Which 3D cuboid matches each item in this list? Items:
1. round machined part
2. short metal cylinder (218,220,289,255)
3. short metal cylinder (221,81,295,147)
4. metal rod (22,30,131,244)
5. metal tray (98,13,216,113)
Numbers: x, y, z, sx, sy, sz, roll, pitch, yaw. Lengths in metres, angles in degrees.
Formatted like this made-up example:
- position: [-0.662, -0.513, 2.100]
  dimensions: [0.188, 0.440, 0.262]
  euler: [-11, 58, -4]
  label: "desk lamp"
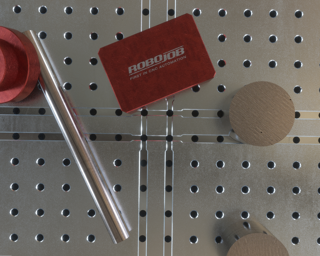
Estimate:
- position: [-0.207, -0.079, 0.390]
  dimensions: [0.098, 0.042, 0.097]
  euler: [2, 98, 15]
  label: "round machined part"
- position: [0.119, 0.167, 0.402]
  dimensions: [0.081, 0.050, 0.080]
  euler: [0, 90, 0]
  label: "short metal cylinder"
- position: [0.124, -0.017, 0.402]
  dimensions: [0.081, 0.050, 0.080]
  euler: [0, 90, 0]
  label: "short metal cylinder"
- position: [-0.114, 0.012, 0.412]
  dimensions: [0.025, 0.025, 0.299]
  euler: [-25, 90, 0]
  label: "metal rod"
- position: [-0.004, -0.083, 0.411]
  dimensions: [0.131, 0.030, 0.090]
  euler: [-22, 90, 0]
  label: "metal tray"
